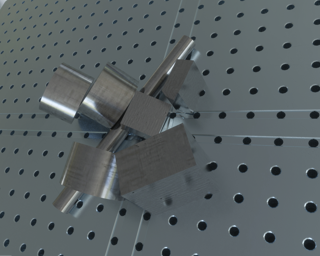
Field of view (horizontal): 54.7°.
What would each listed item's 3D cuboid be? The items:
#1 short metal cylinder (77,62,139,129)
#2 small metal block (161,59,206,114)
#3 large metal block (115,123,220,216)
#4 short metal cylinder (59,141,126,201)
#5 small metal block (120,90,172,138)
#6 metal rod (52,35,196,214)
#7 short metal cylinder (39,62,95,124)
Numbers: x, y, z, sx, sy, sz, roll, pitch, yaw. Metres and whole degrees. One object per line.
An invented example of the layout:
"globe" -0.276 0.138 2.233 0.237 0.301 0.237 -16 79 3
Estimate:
"short metal cylinder" -0.072 -0.045 0.434 0.080 0.050 0.080 -51 17 23
"small metal block" 0.033 -0.054 0.409 0.025 0.050 0.050 13 68 33
"large metal block" 0.009 0.049 0.338 0.080 0.080 0.050 -25 53 13
"short metal cylinder" -0.073 0.052 0.374 0.080 0.080 0.050 12 81 33
"small metal block" -0.018 -0.015 0.412 0.050 0.025 0.050 23 74 3
"metal rod" -0.045 -0.012 0.439 0.025 0.025 0.300 29 77 37
"short metal cylinder" -0.141 -0.052 0.472 0.080 0.050 0.080 -58 13 23
